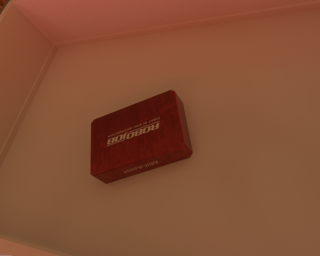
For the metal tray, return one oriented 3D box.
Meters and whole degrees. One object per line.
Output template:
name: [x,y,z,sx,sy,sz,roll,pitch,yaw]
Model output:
metal tray: [-0.029,0.012,0.411,0.130,0.030,0.090,-20,54,16]
